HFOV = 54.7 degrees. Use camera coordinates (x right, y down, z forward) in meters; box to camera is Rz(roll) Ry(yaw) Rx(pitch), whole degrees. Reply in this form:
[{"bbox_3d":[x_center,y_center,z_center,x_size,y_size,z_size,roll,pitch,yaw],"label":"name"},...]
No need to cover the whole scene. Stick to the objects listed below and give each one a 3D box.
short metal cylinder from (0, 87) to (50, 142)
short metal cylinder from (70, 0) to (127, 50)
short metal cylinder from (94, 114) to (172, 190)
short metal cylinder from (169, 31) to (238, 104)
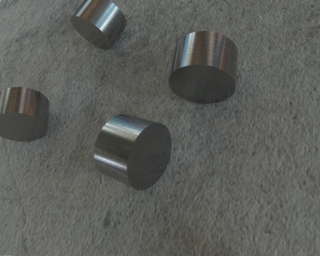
[{"bbox_3d":[-0.221,-0.020,0.494,0.080,0.080,0.050,-19,55,17],"label":"short metal cylinder"},{"bbox_3d":[-0.105,-0.181,0.532,0.080,0.080,0.050,21,73,35],"label":"short metal cylinder"},{"bbox_3d":[-0.030,0.027,0.366,0.050,0.080,0.080,16,70,34],"label":"short metal cylinder"},{"bbox_3d":[0.054,-0.072,0.384,0.080,0.080,0.050,-3,60,26],"label":"short metal cylinder"}]
